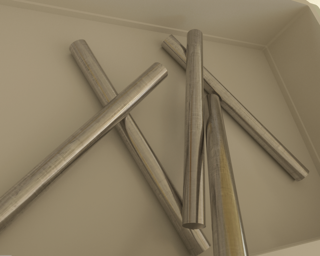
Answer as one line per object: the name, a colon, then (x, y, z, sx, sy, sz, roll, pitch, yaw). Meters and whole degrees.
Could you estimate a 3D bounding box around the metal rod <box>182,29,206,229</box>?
metal rod: (0.046, -0.021, 0.409, 0.025, 0.025, 0.300, 17, 55, -19)

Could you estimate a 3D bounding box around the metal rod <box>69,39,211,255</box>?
metal rod: (-0.031, 0.014, 0.379, 0.025, 0.025, 0.299, -23, 74, -36)

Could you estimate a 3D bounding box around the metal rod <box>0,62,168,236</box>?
metal rod: (-0.086, 0.018, 0.325, 0.025, 0.025, 0.301, 42, 58, 1)

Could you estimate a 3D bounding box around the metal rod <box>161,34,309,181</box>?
metal rod: (0.115, -0.033, 0.487, 0.300, 0.025, 0.025, 46, 51, 3)

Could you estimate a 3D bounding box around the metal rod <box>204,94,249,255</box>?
metal rod: (0.065, 0.029, 0.344, 0.025, 0.025, 0.301, 30, 27, -10)
